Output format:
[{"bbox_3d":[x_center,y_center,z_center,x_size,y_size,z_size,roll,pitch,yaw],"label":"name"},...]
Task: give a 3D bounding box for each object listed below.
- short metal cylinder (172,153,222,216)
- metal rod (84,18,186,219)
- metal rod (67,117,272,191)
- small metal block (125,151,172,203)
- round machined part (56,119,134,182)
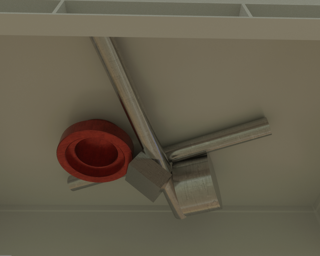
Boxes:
[{"bbox_3d":[0.054,0.080,0.440,0.050,0.080,0.080,-15,129,12],"label":"short metal cylinder"},{"bbox_3d":[-0.016,0.011,0.393,0.025,0.025,0.299,-15,122,12],"label":"metal rod"},{"bbox_3d":[0.004,0.041,0.443,0.301,0.025,0.025,-18,128,14],"label":"metal rod"},{"bbox_3d":[-0.017,0.065,0.409,0.050,0.025,0.050,36,147,12],"label":"small metal block"},{"bbox_3d":[-0.084,0.026,0.418,0.099,0.042,0.097,-1,130,0],"label":"round machined part"}]
